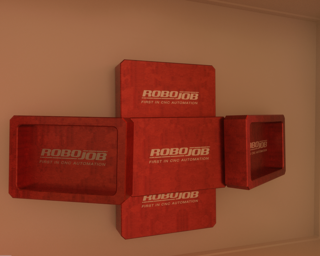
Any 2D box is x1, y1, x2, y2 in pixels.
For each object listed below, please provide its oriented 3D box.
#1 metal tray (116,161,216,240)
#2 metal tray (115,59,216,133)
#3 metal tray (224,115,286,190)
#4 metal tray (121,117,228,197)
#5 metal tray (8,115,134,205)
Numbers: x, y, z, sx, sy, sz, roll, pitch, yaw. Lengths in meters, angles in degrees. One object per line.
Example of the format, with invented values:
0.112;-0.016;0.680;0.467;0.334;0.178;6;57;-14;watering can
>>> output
0.009;0.090;0.408;0.131;0.030;0.089;-1;90;-21;metal tray
0.009;-0.039;0.408;0.131;0.030;0.089;-1;90;-21;metal tray
0.133;0.027;0.422;0.131;0.030;0.089;-3;92;-49;metal tray
0.019;0.032;0.381;0.131;0.030;0.089;-1;90;-21;metal tray
-0.096;0.032;0.338;0.131;0.030;0.089;1;91;9;metal tray
